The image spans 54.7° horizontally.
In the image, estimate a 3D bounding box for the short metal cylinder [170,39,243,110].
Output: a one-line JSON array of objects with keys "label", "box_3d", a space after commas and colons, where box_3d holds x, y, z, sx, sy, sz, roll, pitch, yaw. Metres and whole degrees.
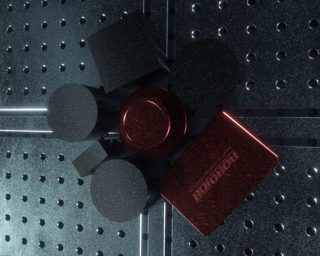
[{"label": "short metal cylinder", "box_3d": [0.059, -0.062, 0.378, 0.080, 0.050, 0.080, 0, 90, 20]}]

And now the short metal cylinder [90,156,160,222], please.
[{"label": "short metal cylinder", "box_3d": [-0.044, 0.079, 0.414, 0.080, 0.050, 0.080, 0, 90, 20]}]

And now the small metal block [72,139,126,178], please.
[{"label": "small metal block", "box_3d": [-0.084, 0.040, 0.428, 0.050, 0.050, 0.025, -39, 78, 16]}]

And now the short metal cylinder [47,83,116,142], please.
[{"label": "short metal cylinder", "box_3d": [-0.110, -0.021, 0.437, 0.080, 0.050, 0.080, 0, 90, 20]}]

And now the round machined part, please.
[{"label": "round machined part", "box_3d": [-0.013, -0.006, 0.407, 0.098, 0.042, 0.097, 0, 90, 20]}]

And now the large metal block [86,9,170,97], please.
[{"label": "large metal block", "box_3d": [-0.039, -0.096, 0.413, 0.080, 0.050, 0.080, -23, 83, 18]}]

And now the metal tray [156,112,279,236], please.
[{"label": "metal tray", "box_3d": [0.069, 0.055, 0.384, 0.090, 0.030, 0.130, 42, 103, 15]}]
